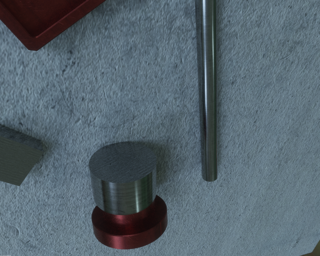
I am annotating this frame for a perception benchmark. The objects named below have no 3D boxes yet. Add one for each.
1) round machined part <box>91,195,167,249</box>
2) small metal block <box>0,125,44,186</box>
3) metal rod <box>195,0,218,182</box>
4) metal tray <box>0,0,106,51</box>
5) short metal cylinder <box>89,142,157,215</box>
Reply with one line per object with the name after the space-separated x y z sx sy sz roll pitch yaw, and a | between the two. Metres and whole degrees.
-0.040 0.108 0.406 0.099 0.098 0.042 -12 113 -22 | round machined part
-0.164 0.030 0.336 0.050 0.025 0.050 30 102 -38 | small metal block
0.064 -0.044 0.414 0.025 0.025 0.298 -20 126 -17 | metal rod
-0.090 -0.141 0.266 0.130 0.030 0.090 -38 129 -3 | metal tray
-0.045 0.060 0.384 0.081 0.080 0.050 -13 124 -21 | short metal cylinder
